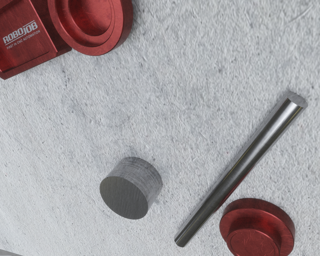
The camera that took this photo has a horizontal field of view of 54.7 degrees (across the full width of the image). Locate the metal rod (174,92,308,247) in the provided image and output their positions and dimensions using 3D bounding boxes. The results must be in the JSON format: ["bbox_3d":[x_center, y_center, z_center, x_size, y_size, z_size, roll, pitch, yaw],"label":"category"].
[{"bbox_3d":[0.087,0.076,0.406,0.025,0.025,0.298,32,128,7],"label":"metal rod"}]

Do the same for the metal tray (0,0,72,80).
[{"bbox_3d":[-0.193,-0.126,0.424,0.130,0.030,0.090,-12,113,32],"label":"metal tray"}]

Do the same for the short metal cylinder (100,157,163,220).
[{"bbox_3d":[-0.043,0.090,0.467,0.080,0.050,0.079,13,124,20],"label":"short metal cylinder"}]

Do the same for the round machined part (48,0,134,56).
[{"bbox_3d":[-0.073,-0.135,0.349,0.098,0.042,0.097,13,124,20],"label":"round machined part"}]

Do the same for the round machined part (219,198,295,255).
[{"bbox_3d":[0.128,0.146,0.418,0.098,0.042,0.097,13,124,20],"label":"round machined part"}]
